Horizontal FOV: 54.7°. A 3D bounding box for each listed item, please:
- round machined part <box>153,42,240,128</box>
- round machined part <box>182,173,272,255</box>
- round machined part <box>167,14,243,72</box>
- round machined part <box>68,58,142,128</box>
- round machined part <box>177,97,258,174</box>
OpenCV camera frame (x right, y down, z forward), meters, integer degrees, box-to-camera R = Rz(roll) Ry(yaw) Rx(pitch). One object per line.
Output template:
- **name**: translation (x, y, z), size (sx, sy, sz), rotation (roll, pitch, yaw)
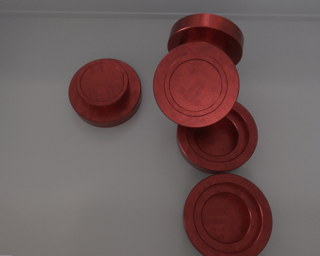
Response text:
- **round machined part**: translation (0.041, -0.048, 0.353), size (0.099, 0.042, 0.097), rotation (1, 97, 6)
- **round machined part**: translation (0.075, 0.105, 0.363), size (0.099, 0.042, 0.098), rotation (0, 70, 0)
- **round machined part**: translation (0.058, -0.099, 0.406), size (0.099, 0.098, 0.042), rotation (11, 68, 4)
- **round machined part**: translation (-0.075, -0.053, 0.419), size (0.099, 0.042, 0.098), rotation (0, 70, 0)
- **round machined part**: translation (0.070, 0.011, 0.397), size (0.099, 0.042, 0.098), rotation (0, 70, 0)
